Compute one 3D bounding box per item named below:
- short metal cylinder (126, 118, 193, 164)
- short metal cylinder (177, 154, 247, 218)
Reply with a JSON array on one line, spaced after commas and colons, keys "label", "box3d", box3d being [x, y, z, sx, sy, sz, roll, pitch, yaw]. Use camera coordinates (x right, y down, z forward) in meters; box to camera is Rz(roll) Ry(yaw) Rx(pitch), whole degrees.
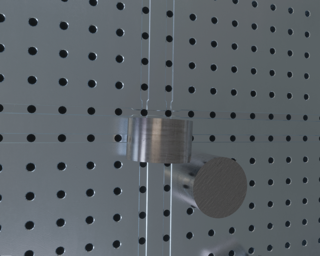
[{"label": "short metal cylinder", "box3d": [-0.001, 0.015, 0.383, 0.081, 0.080, 0.050, 3, 89, -20]}, {"label": "short metal cylinder", "box3d": [0.071, 0.077, 0.426, 0.081, 0.050, 0.079, 0, 90, -20]}]
